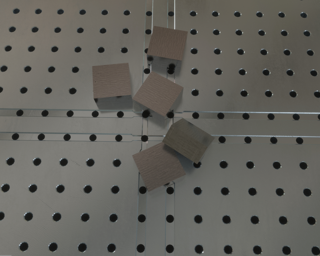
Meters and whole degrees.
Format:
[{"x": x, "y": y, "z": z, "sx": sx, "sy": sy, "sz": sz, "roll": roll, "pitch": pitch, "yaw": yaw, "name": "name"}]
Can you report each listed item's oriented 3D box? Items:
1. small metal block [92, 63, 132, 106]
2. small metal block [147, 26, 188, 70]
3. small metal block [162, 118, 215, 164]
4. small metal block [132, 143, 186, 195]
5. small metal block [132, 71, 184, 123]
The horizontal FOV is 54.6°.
[{"x": -0.066, "y": -0.061, "z": 0.434, "sx": 0.050, "sy": 0.025, "sz": 0.050, "roll": -6, "pitch": 70, "yaw": -2, "name": "small metal block"}, {"x": 0.011, "y": -0.118, "z": 0.455, "sx": 0.050, "sy": 0.025, "sz": 0.050, "roll": 11, "pitch": 70, "yaw": 4, "name": "small metal block"}, {"x": 0.037, "y": 0.015, "z": 0.391, "sx": 0.050, "sy": 0.050, "sz": 0.025, "roll": 32, "pitch": 110, "yaw": 11, "name": "small metal block"}, {"x": -0.001, "y": 0.050, "z": 0.394, "sx": 0.050, "sy": 0.025, "sz": 0.050, "roll": -24, "pitch": 72, "yaw": -9, "name": "small metal block"}, {"x": -0.002, "y": -0.043, "z": 0.427, "sx": 0.050, "sy": 0.025, "sz": 0.050, "roll": 29, "pitch": 73, "yaw": 10, "name": "small metal block"}]
